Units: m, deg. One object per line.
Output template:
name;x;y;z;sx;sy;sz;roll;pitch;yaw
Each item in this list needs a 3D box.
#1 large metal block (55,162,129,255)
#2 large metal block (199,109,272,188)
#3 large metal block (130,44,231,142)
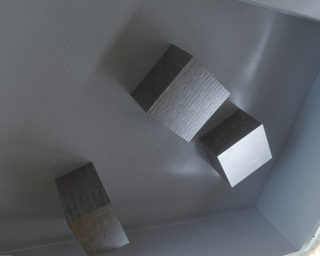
large metal block;-0.086;0.105;0.392;0.050;0.080;0.080;-25;128;-14
large metal block;0.118;0.032;0.479;0.080;0.050;0.080;-35;129;-5
large metal block;0.026;-0.042;0.382;0.080;0.050;0.080;35;99;-39
